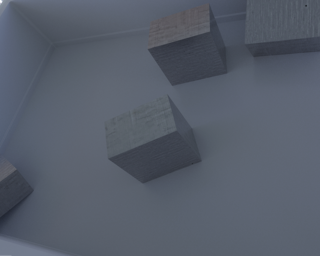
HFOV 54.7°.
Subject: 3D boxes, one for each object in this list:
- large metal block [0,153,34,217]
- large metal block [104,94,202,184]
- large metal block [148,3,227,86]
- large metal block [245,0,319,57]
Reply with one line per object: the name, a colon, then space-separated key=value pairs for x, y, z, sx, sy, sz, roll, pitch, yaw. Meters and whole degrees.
large metal block: x=-0.248 y=0.085 z=0.450 sx=0.080 sy=0.050 sz=0.080 roll=26 pitch=56 yaw=37
large metal block: x=-0.007 y=0.016 z=0.363 sx=0.080 sy=0.080 sz=0.050 roll=-23 pitch=54 yaw=14
large metal block: x=0.039 y=-0.108 z=0.415 sx=0.080 sy=0.080 sz=0.050 roll=-10 pitch=58 yaw=22
large metal block: x=0.151 y=-0.136 z=0.377 sx=0.080 sy=0.050 sz=0.080 roll=1 pitch=84 yaw=28
